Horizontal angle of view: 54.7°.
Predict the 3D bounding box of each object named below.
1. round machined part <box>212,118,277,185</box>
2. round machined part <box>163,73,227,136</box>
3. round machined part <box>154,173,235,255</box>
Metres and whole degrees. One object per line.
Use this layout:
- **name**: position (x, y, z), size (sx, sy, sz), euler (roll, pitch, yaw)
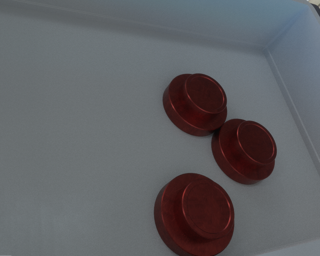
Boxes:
- **round machined part**: position (0.127, 0.028, 0.446), size (0.099, 0.042, 0.098), euler (14, 56, -21)
- **round machined part**: position (0.057, -0.040, 0.450), size (0.099, 0.042, 0.098), euler (13, 56, -21)
- **round machined part**: position (0.046, 0.098, 0.360), size (0.099, 0.042, 0.098), euler (14, 56, -21)
